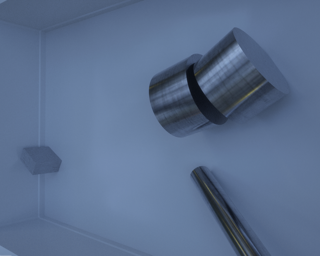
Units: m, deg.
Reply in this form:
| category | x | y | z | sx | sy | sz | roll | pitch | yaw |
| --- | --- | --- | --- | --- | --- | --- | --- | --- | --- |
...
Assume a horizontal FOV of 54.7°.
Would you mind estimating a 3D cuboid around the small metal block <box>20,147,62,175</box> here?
| category | x | y | z | sx | sy | sz | roll | pitch | yaw |
| --- | --- | --- | --- | --- | --- | --- | --- | --- | --- |
| small metal block | -0.218 | 0.059 | 0.566 | 0.050 | 0.050 | 0.025 | 36 | 112 | 34 |

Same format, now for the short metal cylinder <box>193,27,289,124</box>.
| category | x | y | z | sx | sy | sz | roll | pitch | yaw |
| --- | --- | --- | --- | --- | --- | --- | --- | --- | --- |
| short metal cylinder | 0.080 | -0.051 | 0.304 | 0.050 | 0.081 | 0.080 | -40 | 66 | 32 |

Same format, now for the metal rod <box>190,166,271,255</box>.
| category | x | y | z | sx | sy | sz | roll | pitch | yaw |
| --- | --- | --- | --- | --- | --- | --- | --- | --- | --- |
| metal rod | 0.091 | 0.126 | 0.244 | 0.025 | 0.025 | 0.300 | -64 | 27 | 20 |

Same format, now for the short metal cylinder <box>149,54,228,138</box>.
| category | x | y | z | sx | sy | sz | roll | pitch | yaw |
| --- | --- | --- | --- | --- | --- | --- | --- | --- | --- |
| short metal cylinder | 0.034 | -0.034 | 0.342 | 0.050 | 0.081 | 0.080 | -21 | 77 | 38 |
